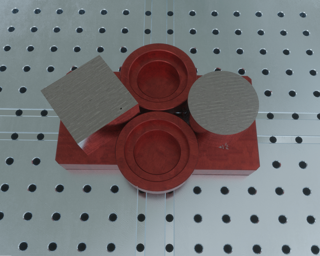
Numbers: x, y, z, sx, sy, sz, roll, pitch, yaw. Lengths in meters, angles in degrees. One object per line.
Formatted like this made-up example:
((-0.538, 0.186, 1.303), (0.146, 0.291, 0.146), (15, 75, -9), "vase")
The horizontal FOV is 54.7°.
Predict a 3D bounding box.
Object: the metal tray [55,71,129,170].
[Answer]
((-0.082, -0.012, 0.412), (0.091, 0.030, 0.130), (1, 70, -1), "metal tray")

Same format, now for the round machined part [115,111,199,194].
((-0.003, 0.032, 0.381), (0.099, 0.042, 0.098), (0, 70, 0), "round machined part")

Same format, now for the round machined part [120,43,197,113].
((-0.002, -0.061, 0.415), (0.099, 0.042, 0.098), (0, 70, 0), "round machined part")

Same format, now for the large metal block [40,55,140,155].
((-0.081, -0.027, 0.376), (0.080, 0.050, 0.080), (-35, 74, -12), "large metal block")

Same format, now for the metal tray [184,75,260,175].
((0.077, -0.006, 0.409), (0.091, 0.030, 0.130), (1, 70, 0), "metal tray")

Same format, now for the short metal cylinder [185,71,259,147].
((0.072, -0.022, 0.374), (0.081, 0.050, 0.080), (0, 70, 0), "short metal cylinder")
